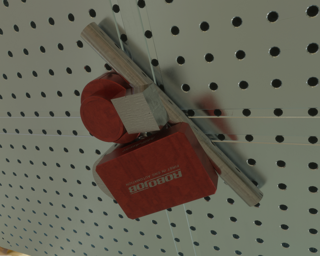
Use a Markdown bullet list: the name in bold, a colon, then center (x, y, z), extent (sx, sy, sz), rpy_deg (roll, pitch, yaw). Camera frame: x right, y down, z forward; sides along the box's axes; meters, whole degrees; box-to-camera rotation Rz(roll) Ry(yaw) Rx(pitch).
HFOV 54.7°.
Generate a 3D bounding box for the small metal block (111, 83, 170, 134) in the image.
- **small metal block**: center (-0.024, -0.022, 0.375), extent (0.050, 0.025, 0.050), rpy_deg (-8, 117, 37)

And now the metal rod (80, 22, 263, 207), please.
- **metal rod**: center (0.017, -0.014, 0.388), extent (0.300, 0.025, 0.025), rpy_deg (45, 129, -4)

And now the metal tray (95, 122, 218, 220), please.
- **metal tray**: center (-0.004, 0.057, 0.391), extent (0.130, 0.030, 0.090), rpy_deg (-24, 106, 23)

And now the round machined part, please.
- **round machined part**: center (-0.067, -0.020, 0.417), extent (0.098, 0.042, 0.097), rpy_deg (14, 125, 21)

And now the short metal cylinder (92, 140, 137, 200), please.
- **short metal cylinder**: center (-0.051, 0.063, 0.455), extent (0.080, 0.050, 0.079), rpy_deg (13, 124, 21)
